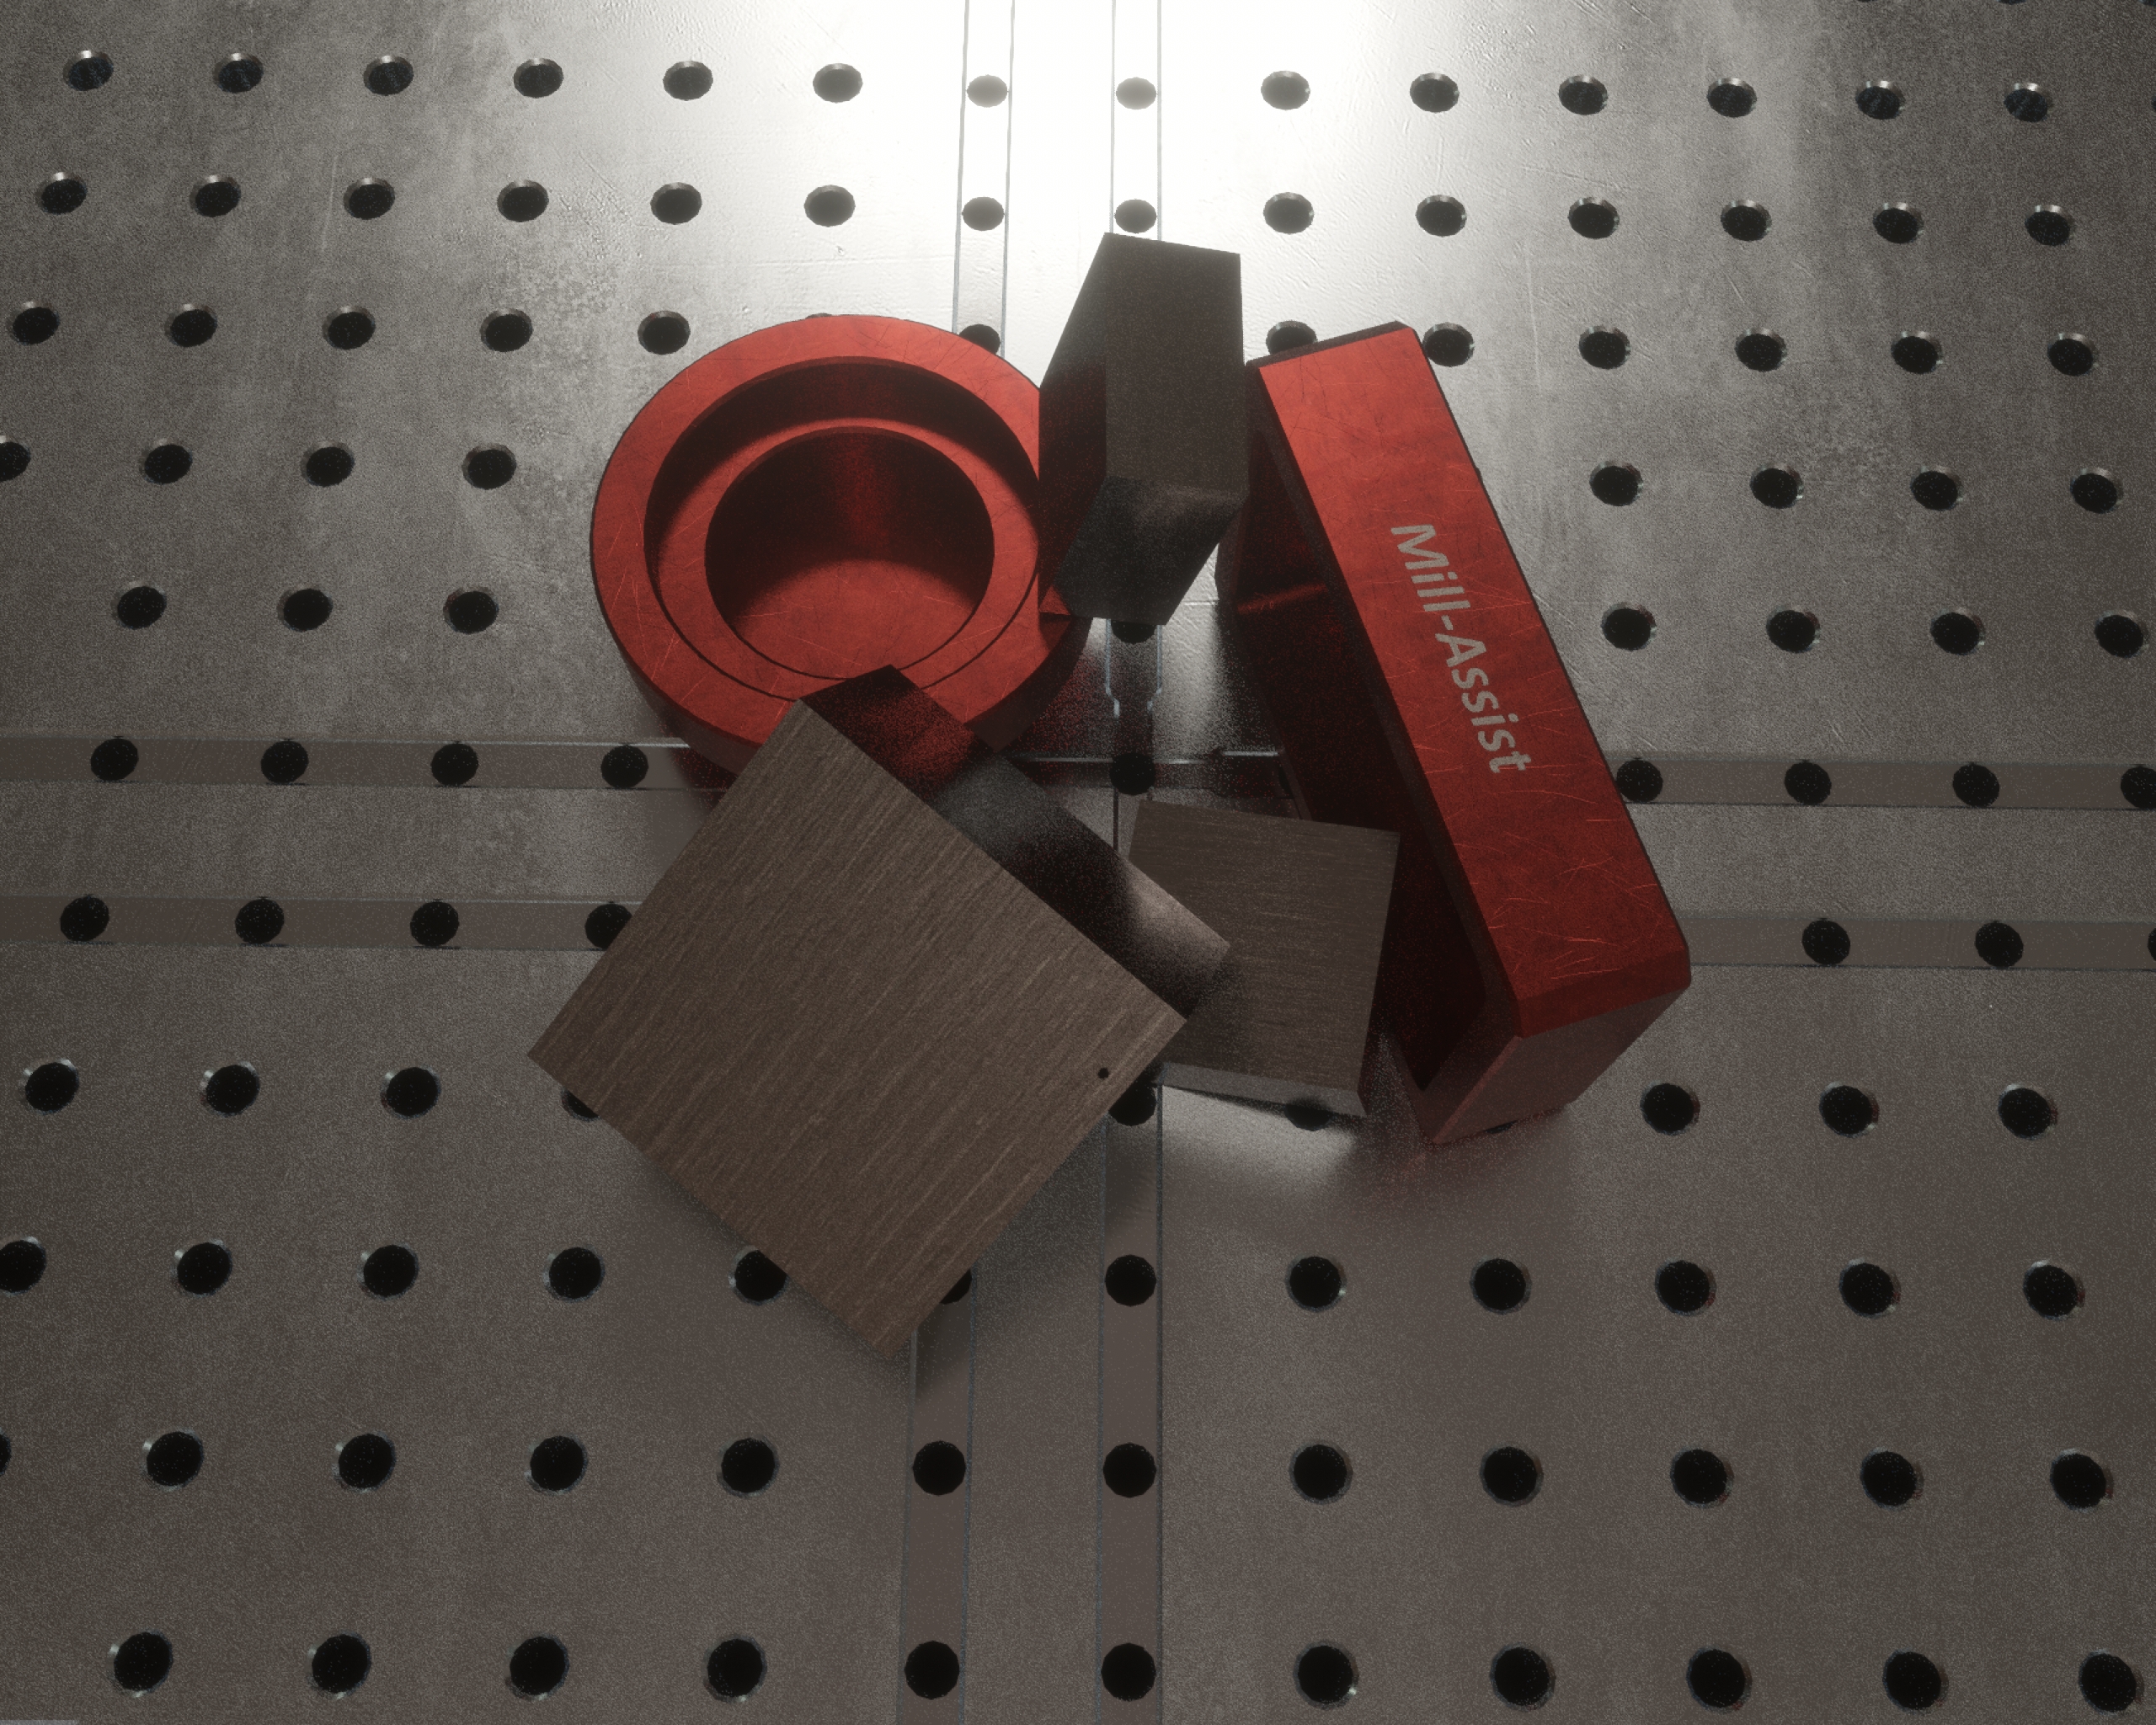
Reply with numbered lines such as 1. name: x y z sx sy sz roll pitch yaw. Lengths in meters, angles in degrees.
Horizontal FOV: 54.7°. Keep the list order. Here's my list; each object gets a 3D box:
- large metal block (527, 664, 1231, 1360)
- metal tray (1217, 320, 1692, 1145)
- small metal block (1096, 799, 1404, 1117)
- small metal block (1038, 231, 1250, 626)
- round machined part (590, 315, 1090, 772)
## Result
1. large metal block: -0.033 0.024 0.365 0.080 0.050 0.080 40 106 2
2. metal tray: 0.063 -0.021 0.386 0.030 0.090 0.130 -17 71 -6
3. small metal block: 0.034 0.018 0.400 0.050 0.025 0.050 8 74 14
4. small metal block: 0.011 -0.078 0.384 0.025 0.050 0.050 5 68 -13
5. round machined part: -0.045 -0.058 0.423 0.099 0.042 0.098 0 70 -1
